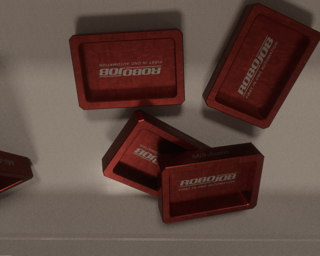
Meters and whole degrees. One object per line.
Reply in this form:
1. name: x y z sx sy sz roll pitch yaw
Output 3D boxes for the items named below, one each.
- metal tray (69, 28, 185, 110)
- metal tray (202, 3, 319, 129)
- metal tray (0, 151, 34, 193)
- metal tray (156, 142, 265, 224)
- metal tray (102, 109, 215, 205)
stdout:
1. metal tray: -0.037 -0.072 0.381 0.131 0.030 0.089 -3 110 0
2. metal tray: 0.121 -0.074 0.383 0.090 0.030 0.129 22 108 -8
3. metal tray: -0.231 0.058 0.374 0.090 0.130 0.030 -25 72 4
4. metal tray: 0.064 0.072 0.403 0.131 0.030 0.089 -7 119 -10
5. metal tray: 0.002 0.044 0.408 0.131 0.030 0.090 28 108 -25
